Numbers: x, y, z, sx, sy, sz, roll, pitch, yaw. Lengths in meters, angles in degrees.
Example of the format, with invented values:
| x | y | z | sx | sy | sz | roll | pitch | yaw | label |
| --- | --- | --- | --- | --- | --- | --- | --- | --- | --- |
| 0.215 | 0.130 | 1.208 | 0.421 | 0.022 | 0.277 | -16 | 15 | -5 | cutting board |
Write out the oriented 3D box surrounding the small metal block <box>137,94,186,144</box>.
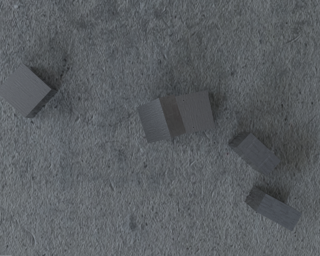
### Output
| x | y | z | sx | sy | sz | roll | pitch | yaw | label |
| --- | --- | --- | --- | --- | --- | --- | --- | --- | --- |
| 0.001 | -0.011 | 0.395 | 0.025 | 0.050 | 0.050 | -17 | 90 | -38 | small metal block |

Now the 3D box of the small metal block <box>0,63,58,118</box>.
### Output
| x | y | z | sx | sy | sz | roll | pitch | yaw | label |
| --- | --- | --- | --- | --- | --- | --- | --- | --- | --- |
| -0.174 | -0.048 | 0.408 | 0.050 | 0.025 | 0.050 | 43 | 90 | 0 | small metal block |

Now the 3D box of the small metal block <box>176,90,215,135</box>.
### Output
| x | y | z | sx | sy | sz | roll | pitch | yaw | label |
| --- | --- | --- | --- | --- | --- | --- | --- | --- | --- |
| 0.041 | -0.020 | 0.410 | 0.050 | 0.025 | 0.050 | -12 | 90 | 0 | small metal block |

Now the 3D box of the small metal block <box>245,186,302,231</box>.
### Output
| x | y | z | sx | sy | sz | roll | pitch | yaw | label |
| --- | --- | --- | --- | --- | --- | --- | --- | --- | --- |
| 0.144 | 0.102 | 0.399 | 0.050 | 0.050 | 0.025 | 29 | 90 | 0 | small metal block |

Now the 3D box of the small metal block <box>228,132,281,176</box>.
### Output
| x | y | z | sx | sy | sz | roll | pitch | yaw | label |
| --- | --- | --- | --- | --- | --- | --- | --- | --- | --- |
| 0.119 | 0.031 | 0.398 | 0.050 | 0.050 | 0.025 | 43 | 90 | 0 | small metal block |
